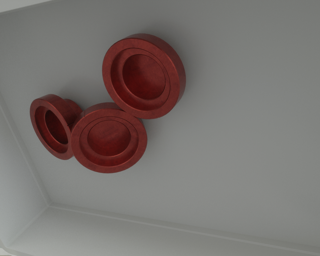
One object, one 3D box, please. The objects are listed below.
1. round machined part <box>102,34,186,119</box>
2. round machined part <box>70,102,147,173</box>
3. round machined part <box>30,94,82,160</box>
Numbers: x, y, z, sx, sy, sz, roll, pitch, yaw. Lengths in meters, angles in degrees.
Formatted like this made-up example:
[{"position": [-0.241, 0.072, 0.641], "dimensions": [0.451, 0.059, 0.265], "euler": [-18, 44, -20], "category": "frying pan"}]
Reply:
[{"position": [-0.015, -0.063, 0.366], "dimensions": [0.098, 0.042, 0.097], "euler": [13, 124, 20], "category": "round machined part"}, {"position": [-0.069, 0.010, 0.419], "dimensions": [0.099, 0.042, 0.097], "euler": [-5, 118, -9], "category": "round machined part"}, {"position": [-0.144, -0.005, 0.459], "dimensions": [0.098, 0.042, 0.097], "euler": [21, 127, 31], "category": "round machined part"}]
